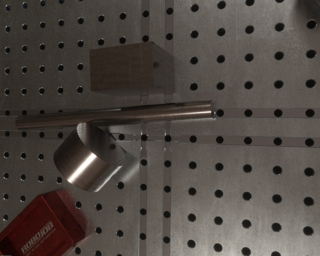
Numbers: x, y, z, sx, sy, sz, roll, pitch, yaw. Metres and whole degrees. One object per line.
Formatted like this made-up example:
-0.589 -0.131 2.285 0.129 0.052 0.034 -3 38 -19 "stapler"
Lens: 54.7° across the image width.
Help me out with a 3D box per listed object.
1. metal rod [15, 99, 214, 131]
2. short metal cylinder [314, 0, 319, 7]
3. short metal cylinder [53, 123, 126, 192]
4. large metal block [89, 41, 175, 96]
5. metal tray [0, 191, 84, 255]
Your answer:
-0.076 -0.016 0.438 0.301 0.025 0.025 -3 89 19 "metal rod"
0.190 -0.168 0.317 0.080 0.080 0.050 -34 79 16 "short metal cylinder"
-0.093 0.038 0.415 0.080 0.080 0.050 47 104 14 "short metal cylinder"
-0.032 -0.070 0.394 0.080 0.080 0.050 -2 89 19 "large metal block"
-0.189 0.172 0.474 0.130 0.030 0.090 -44 77 14 "metal tray"
